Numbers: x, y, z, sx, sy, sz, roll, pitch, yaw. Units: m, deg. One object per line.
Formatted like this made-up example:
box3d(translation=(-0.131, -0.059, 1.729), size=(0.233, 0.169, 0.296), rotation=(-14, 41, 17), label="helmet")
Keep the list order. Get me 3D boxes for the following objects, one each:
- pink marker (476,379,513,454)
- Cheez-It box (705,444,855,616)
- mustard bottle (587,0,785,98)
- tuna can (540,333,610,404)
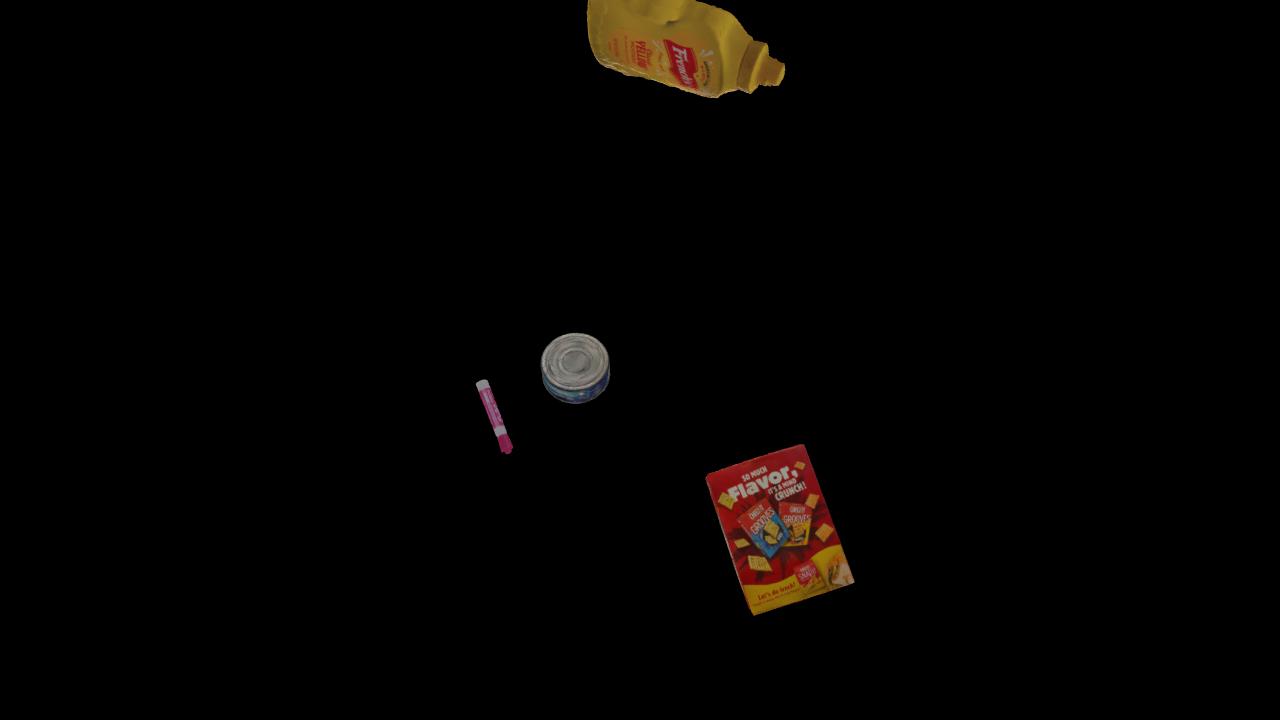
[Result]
box3d(translation=(-0.219, 0.086, 0.927), size=(0.020, 0.121, 0.020), rotation=(-23, -18, -8), label="pink marker")
box3d(translation=(0.215, 0.264, 0.972), size=(0.166, 0.223, 0.071), rotation=(-18, -14, -1), label="Cheez-It box")
box3d(translation=(0.045, -0.286, 0.563), size=(0.184, 0.054, 0.092), rotation=(23, -21, 11), label="mustard bottle")
box3d(translation=(-0.078, 0.009, 0.746), size=(0.084, 0.084, 0.034), rotation=(0, -30, -3), label="tuna can")
